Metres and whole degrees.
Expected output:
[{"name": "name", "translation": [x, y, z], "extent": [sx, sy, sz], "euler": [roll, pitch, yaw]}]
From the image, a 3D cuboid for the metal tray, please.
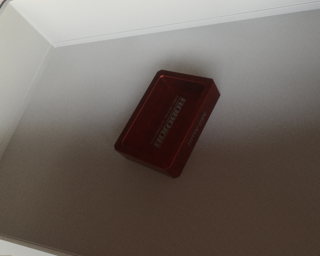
[{"name": "metal tray", "translation": [0.010, -0.010, 0.402], "extent": [0.090, 0.030, 0.130], "euler": [18, 71, 34]}]
